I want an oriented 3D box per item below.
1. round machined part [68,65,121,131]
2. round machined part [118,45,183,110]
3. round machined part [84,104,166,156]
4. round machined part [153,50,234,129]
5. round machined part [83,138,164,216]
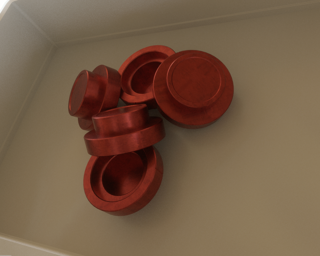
[{"bbox_3d":[-0.099,-0.045,0.444,0.098,0.042,0.098,-29,53,48],"label":"round machined part"},{"bbox_3d":[-0.011,-0.066,0.438,0.098,0.042,0.098,-13,56,21],"label":"round machined part"},{"bbox_3d":[-0.045,-0.002,0.381,0.098,0.098,0.042,-6,103,25],"label":"round machined part"},{"bbox_3d":[0.041,-0.051,0.374,0.099,0.042,0.098,1,76,-3],"label":"round machined part"},{"bbox_3d":[-0.040,0.059,0.377,0.098,0.042,0.098,-13,56,21],"label":"round machined part"}]
